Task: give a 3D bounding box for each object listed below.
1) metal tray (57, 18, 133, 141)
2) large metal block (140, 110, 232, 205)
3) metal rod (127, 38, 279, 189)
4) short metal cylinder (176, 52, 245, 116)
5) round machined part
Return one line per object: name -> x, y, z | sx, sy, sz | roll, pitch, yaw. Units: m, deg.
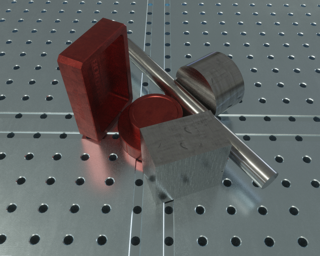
metal tray -> -0.073, -0.056, 0.386 | 0.030, 0.129, 0.090 | 22, 53, 17
large metal block -> 0.025, 0.034, 0.344 | 0.081, 0.080, 0.050 | -15, 52, -13
metal rod -> 0.032, -0.037, 0.411 | 0.025, 0.025, 0.300 | -28, 56, -22
short metal cylinder -> 0.066, -0.056, 0.418 | 0.050, 0.080, 0.080 | -30, 57, -23
round machined part -> -0.006, -0.007, 0.402 | 0.099, 0.042, 0.098 | 0, 50, 0
